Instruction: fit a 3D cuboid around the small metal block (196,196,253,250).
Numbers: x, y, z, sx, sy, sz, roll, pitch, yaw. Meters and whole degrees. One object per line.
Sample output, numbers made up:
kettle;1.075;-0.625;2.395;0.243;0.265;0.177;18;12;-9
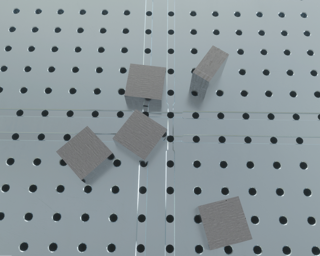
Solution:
small metal block;0.075;0.114;0.371;0.050;0.025;0.050;-13;71;-5

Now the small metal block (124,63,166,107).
small metal block;-0.020;-0.059;0.433;0.050;0.025;0.050;7;70;2

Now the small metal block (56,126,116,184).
small metal block;-0.094;0.034;0.399;0.050;0.025;0.050;-42;75;-14

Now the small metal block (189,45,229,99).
small metal block;0.067;-0.076;0.427;0.025;0.050;0.050;33;73;11

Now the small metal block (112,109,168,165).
small metal block;-0.025;0.012;0.407;0.050;0.025;0.050;33;73;11
